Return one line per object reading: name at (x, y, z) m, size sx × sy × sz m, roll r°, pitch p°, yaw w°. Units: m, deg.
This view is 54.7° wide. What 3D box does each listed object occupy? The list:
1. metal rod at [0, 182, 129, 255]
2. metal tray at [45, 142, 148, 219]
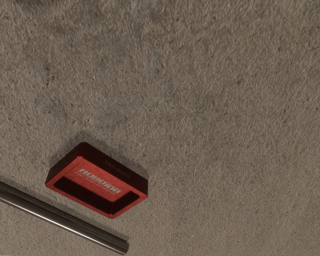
metal rod at (-0.176, 0.158, 0.538) m, size 0.301 × 0.025 × 0.025 m, roll 37°, pitch 121°, yaw -28°
metal tray at (-0.094, 0.085, 0.474) m, size 0.130 × 0.030 × 0.090 m, roll 37°, pitch 121°, yaw -28°
